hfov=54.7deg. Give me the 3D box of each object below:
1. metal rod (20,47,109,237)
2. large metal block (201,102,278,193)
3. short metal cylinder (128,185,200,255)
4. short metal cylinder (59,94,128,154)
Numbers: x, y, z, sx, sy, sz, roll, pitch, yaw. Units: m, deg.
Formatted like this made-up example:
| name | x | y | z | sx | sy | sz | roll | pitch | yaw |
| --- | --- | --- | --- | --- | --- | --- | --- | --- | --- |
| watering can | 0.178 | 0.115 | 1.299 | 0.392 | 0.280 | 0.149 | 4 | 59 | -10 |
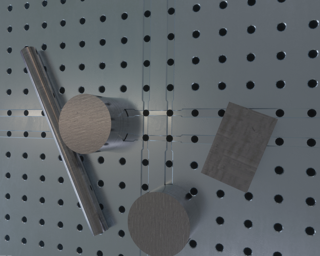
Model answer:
| name | x | y | z | sx | sy | sz | roll | pitch | yaw |
| --- | --- | --- | --- | --- | --- | --- | --- | --- | --- |
| metal rod | -0.145 | 0.014 | 0.463 | 0.025 | 0.025 | 0.299 | -27 | 81 | 18 |
| large metal block | 0.093 | 0.019 | 0.351 | 0.050 | 0.080 | 0.080 | 23 | 98 | 18 |
| short metal cylinder | 0.006 | 0.117 | 0.397 | 0.080 | 0.050 | 0.079 | 0 | 90 | 20 |
| short metal cylinder | -0.091 | -0.006 | 0.431 | 0.080 | 0.050 | 0.079 | 0 | 90 | 20 |
